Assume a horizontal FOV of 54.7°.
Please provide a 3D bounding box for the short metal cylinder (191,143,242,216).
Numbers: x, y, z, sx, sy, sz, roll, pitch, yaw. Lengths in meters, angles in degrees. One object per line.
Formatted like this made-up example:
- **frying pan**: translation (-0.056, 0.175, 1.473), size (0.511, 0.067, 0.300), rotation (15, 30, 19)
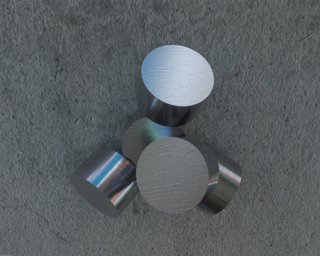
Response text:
- **short metal cylinder**: translation (0.060, 0.067, 0.406), size (0.050, 0.080, 0.080), rotation (33, 107, -12)

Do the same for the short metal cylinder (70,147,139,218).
- **short metal cylinder**: translation (-0.069, 0.071, 0.401), size (0.080, 0.050, 0.080), rotation (27, 146, 21)

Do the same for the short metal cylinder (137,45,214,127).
- **short metal cylinder**: translation (0.016, -0.048, 0.357), size (0.080, 0.080, 0.050), rotation (13, 153, -5)

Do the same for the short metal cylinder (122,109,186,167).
- **short metal cylinder**: translation (-0.007, 0.015, 0.403), size (0.081, 0.050, 0.079), rotation (0, 110, -1)

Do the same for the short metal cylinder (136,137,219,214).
- **short metal cylinder**: translation (0.021, 0.050, 0.345), size (0.080, 0.050, 0.080), rotation (-1, 88, 22)
